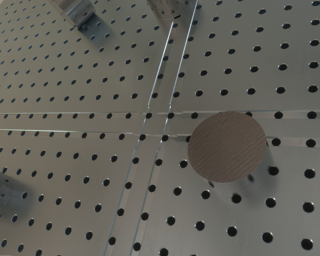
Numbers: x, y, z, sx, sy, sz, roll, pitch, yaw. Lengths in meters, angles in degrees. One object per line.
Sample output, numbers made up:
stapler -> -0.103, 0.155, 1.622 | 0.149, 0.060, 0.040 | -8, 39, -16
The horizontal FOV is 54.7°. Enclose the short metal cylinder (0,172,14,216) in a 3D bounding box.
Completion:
short metal cylinder -> -0.274, 0.100, 0.472 | 0.080, 0.050, 0.080 | -13, 56, 20

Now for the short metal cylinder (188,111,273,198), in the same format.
short metal cylinder -> 0.076, 0.029, 0.334 | 0.080, 0.050, 0.080 | -13, 56, 20

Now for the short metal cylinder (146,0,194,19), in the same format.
short metal cylinder -> 0.013, -0.233, 0.527 | 0.080, 0.050, 0.080 | -13, 56, 20

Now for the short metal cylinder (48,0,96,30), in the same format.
short metal cylinder -> -0.174, -0.243, 0.611 | 0.050, 0.080, 0.080 | -47, 52, -5
